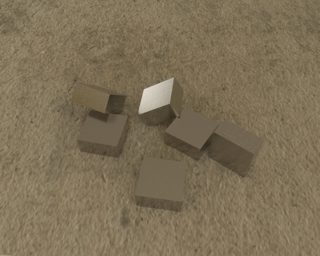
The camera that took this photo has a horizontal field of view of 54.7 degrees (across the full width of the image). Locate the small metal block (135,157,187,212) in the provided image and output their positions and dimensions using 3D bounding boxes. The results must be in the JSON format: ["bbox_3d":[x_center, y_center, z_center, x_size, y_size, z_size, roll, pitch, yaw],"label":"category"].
[{"bbox_3d":[0.002,0.063,0.350,0.050,0.025,0.050,7,50,5],"label":"small metal block"}]

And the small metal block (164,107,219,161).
[{"bbox_3d":[0.040,0.007,0.398,0.050,0.025,0.050,27,55,20],"label":"small metal block"}]

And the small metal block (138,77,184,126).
[{"bbox_3d":[0.002,-0.035,0.417,0.050,0.025,0.050,-18,43,29],"label":"small metal block"}]

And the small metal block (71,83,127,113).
[{"bbox_3d":[-0.081,-0.040,0.418,0.050,0.025,0.050,20,10,16],"label":"small metal block"}]

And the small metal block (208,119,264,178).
[{"bbox_3d":[0.089,0.025,0.367,0.050,0.050,0.025,31,56,23],"label":"small metal block"}]

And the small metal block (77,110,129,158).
[{"bbox_3d":[-0.071,0.007,0.396,0.050,0.025,0.050,9,51,7],"label":"small metal block"}]
